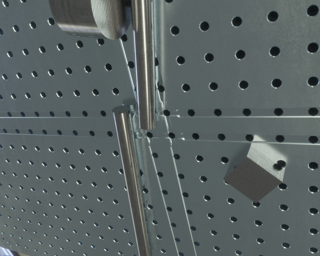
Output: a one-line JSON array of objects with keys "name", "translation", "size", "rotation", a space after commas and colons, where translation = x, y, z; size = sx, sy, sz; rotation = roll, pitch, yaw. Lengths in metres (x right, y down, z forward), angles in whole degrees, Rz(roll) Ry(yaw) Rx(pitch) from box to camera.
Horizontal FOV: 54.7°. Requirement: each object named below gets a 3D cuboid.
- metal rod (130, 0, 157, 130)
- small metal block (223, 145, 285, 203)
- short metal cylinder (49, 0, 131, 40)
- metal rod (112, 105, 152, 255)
[{"name": "metal rod", "translation": [-0.019, -0.131, 0.340], "size": [0.025, 0.025, 0.298], "rotation": [12, 124, 21]}, {"name": "small metal block", "translation": [0.117, 0.058, 0.386], "size": [0.050, 0.025, 0.050], "rotation": [36, 129, 4]}, {"name": "short metal cylinder", "translation": [-0.070, -0.137, 0.328], "size": [0.050, 0.080, 0.079], "rotation": [11, 123, 22]}, {"name": "metal rod", "translation": [-0.040, 0.104, 0.496], "size": [0.025, 0.025, 0.298], "rotation": [8, 122, 24]}]
